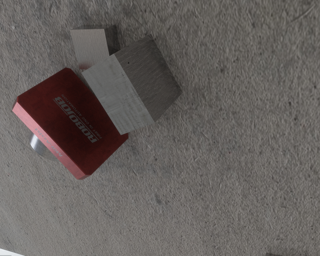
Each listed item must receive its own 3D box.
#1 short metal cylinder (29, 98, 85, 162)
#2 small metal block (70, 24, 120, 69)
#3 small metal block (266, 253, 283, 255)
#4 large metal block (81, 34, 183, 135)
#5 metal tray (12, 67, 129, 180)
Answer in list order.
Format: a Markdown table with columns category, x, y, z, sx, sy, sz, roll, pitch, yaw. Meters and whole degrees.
| category | x | y | z | sx | sy | sz | roll | pitch | yaw |
| --- | --- | --- | --- | --- | --- | --- | --- | --- | --- |
| short metal cylinder | -0.141 | 0.001 | 0.447 | 0.080 | 0.080 | 0.050 | 39 | 129 | 1 |
| small metal block | -0.078 | -0.100 | 0.386 | 0.050 | 0.025 | 0.050 | 7 | 122 | 24 |
| small metal block | 0.179 | 0.211 | 0.443 | 0.050 | 0.025 | 0.050 | -1 | 118 | 28 |
| large metal block | -0.028 | -0.051 | 0.354 | 0.050 | 0.080 | 0.080 | -20 | 108 | 35 |
| metal tray | -0.116 | -0.007 | 0.417 | 0.130 | 0.090 | 0.030 | 49 | 140 | -8 |
